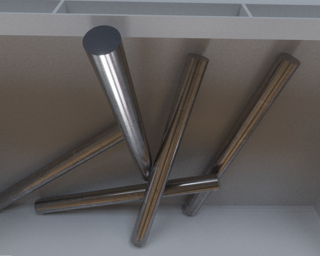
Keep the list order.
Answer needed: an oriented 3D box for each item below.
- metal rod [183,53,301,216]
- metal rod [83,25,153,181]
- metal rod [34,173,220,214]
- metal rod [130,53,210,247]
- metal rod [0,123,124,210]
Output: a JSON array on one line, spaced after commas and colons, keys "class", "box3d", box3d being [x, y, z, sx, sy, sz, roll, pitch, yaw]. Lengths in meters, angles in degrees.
[{"class": "metal rod", "box3d": [0.099, 0.031, 0.436, 0.025, 0.025, 0.298, 14, 129, -12]}, {"class": "metal rod", "box3d": [-0.028, 0.006, 0.335, 0.025, 0.025, 0.299, -3, 155, 2]}, {"class": "metal rod", "box3d": [-0.059, 0.104, 0.479, 0.301, 0.025, 0.025, -11, 130, 15]}, {"class": "metal rod", "box3d": [0.005, 0.048, 0.412, 0.025, 0.025, 0.298, 12, 118, -10]}, {"class": "metal rod", "box3d": [-0.164, 0.066, 0.463, 0.300, 0.025, 0.025, -29, 125, 22]}]
